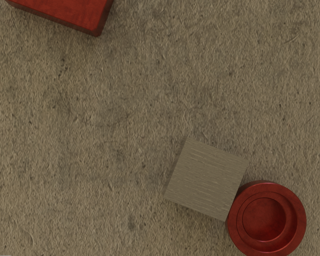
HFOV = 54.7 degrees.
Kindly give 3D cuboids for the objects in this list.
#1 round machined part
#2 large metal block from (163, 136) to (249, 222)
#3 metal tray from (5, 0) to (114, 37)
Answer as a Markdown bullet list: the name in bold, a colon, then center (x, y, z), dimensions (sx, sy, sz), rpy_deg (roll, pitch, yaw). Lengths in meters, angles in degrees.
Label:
- **round machined part**: center (0.133, 0.116, 0.403), dimensions (0.099, 0.042, 0.097), rpy_deg (0, 90, -1)
- **large metal block**: center (0.056, 0.062, 0.398), dimensions (0.080, 0.050, 0.080), rpy_deg (22, 90, -1)
- **metal tray**: center (-0.128, -0.186, 0.406), dimensions (0.131, 0.030, 0.090), rpy_deg (20, 90, -1)
